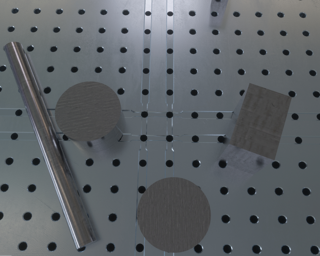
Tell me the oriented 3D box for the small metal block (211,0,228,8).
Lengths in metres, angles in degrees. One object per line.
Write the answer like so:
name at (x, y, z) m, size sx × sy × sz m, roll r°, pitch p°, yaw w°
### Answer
small metal block at (0.100, -0.226, 0.482) m, size 0.025 × 0.050 × 0.050 m, roll 14°, pitch 71°, yaw 5°

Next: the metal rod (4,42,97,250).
metal rod at (-0.150, 0.009, 0.407) m, size 0.025 × 0.025 × 0.299 m, roll -24°, pitch 72°, yaw -9°

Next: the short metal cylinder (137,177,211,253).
short metal cylinder at (0.015, 0.102, 0.361) m, size 0.081 × 0.050 × 0.080 m, roll 0°, pitch 70°, yaw 0°

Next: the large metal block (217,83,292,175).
large metal block at (0.113, 0.004, 0.382) m, size 0.050 × 0.080 × 0.080 m, roll 20°, pitch 71°, yaw 7°

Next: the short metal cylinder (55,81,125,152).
short metal cylinder at (-0.088, -0.013, 0.403) m, size 0.081 × 0.050 × 0.080 m, roll 0°, pitch 70°, yaw 0°
